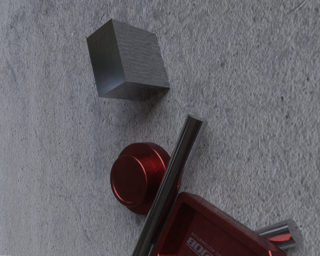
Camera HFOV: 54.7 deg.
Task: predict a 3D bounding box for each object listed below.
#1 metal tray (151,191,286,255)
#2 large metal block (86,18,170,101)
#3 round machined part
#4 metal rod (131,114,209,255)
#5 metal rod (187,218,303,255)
[{"bbox_3d":[0.053,0.135,0.322,0.130,0.030,0.090,25,91,52],"label":"metal tray"},{"bbox_3d":[-0.040,-0.083,0.400,0.050,0.081,0.080,-23,76,37],"label":"large metal block"},{"bbox_3d":[-0.029,0.068,0.416,0.098,0.042,0.097,0,90,39],"label":"round machined part"},{"bbox_3d":[-0.009,0.125,0.382,0.025,0.025,0.298,30,105,35],"label":"metal rod"},{"bbox_3d":[0.027,0.170,0.380,0.299,0.025,0.025,-35,69,34],"label":"metal rod"}]
